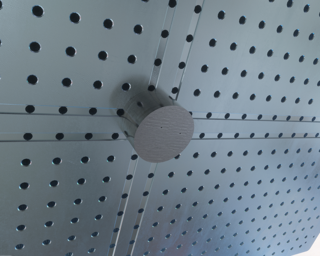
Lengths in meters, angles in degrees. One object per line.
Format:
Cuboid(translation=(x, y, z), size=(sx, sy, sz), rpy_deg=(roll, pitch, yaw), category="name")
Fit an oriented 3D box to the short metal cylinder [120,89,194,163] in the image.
Cuboid(translation=(-0.004, -0.003, 0.393), size=(0.081, 0.050, 0.079), rpy_deg=(-14, 125, -21), category="short metal cylinder")
